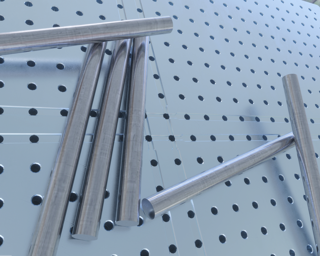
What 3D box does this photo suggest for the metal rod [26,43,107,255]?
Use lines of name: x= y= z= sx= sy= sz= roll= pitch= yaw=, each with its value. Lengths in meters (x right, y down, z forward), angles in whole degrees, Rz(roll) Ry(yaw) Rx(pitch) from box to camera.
metal rod: x=-0.097 y=0.001 z=0.355 sx=0.025 sy=0.025 sz=0.300 roll=17 pitch=55 yaw=-18

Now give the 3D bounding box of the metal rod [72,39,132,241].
metal rod: x=-0.063 y=-0.018 z=0.384 sx=0.025 sy=0.025 sz=0.300 roll=17 pitch=55 yaw=-18

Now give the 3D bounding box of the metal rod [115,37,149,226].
metal rod: x=-0.032 y=-0.026 z=0.406 sx=0.025 sy=0.025 sz=0.300 roll=15 pitch=56 yaw=-20

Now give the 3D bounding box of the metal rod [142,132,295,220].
metal rod: x=0.106 y=0.054 z=0.431 sx=0.302 sy=0.025 sz=0.025 roll=-17 pitch=71 yaw=-35

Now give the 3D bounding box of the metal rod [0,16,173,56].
metal rod: x=-0.118 y=-0.115 z=0.388 sx=0.302 sy=0.025 sz=0.025 roll=-16 pitch=70 yaw=-26

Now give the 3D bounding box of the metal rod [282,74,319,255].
metal rod: x=0.224 y=0.053 z=0.469 sx=0.025 sy=0.025 sz=0.299 roll=8 pitch=66 yaw=-24
